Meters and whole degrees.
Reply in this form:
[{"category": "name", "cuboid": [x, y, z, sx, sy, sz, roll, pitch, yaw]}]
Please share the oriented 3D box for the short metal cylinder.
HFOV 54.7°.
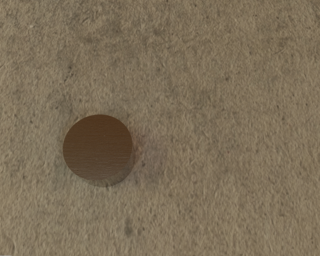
[{"category": "short metal cylinder", "cuboid": [-0.072, 0.029, 0.383, 0.081, 0.050, 0.080, 0, 70, 0]}]
